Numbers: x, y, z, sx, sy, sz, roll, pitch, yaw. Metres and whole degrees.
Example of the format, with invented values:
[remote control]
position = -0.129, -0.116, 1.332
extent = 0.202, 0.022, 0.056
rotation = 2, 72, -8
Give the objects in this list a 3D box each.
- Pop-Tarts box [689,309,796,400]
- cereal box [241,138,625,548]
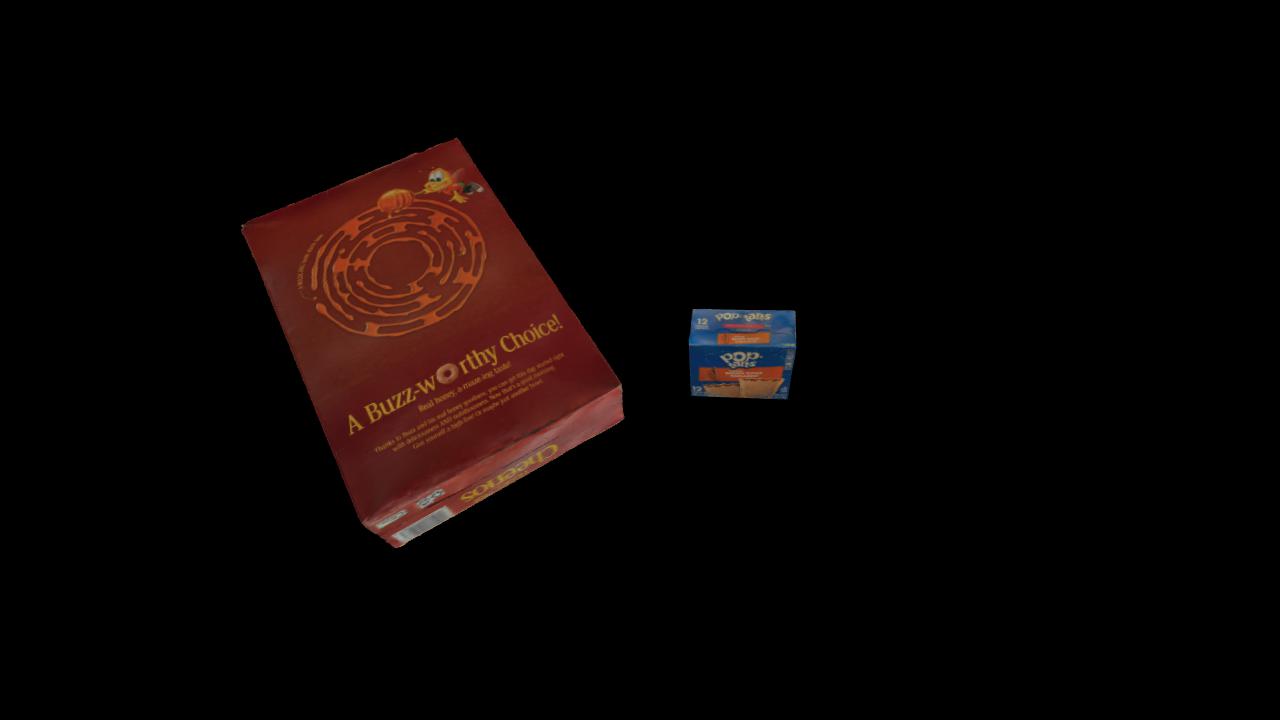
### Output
[Pop-Tarts box]
position = 0.168, -0.008, 1.022
extent = 0.167, 0.083, 0.141
rotation = 1, -39, 7
[cereal box]
position = -0.175, -0.033, 0.513
extent = 0.203, 0.306, 0.081
rotation = -29, -25, -15
